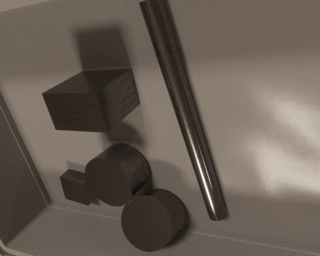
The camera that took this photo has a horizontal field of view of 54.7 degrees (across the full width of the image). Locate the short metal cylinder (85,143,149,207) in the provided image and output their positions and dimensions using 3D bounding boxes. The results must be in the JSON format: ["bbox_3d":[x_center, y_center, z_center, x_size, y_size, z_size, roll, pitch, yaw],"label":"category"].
[{"bbox_3d":[-0.064,0.069,0.462,0.080,0.050,0.079,12,118,24],"label":"short metal cylinder"}]

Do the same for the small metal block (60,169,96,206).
[{"bbox_3d":[-0.144,0.104,0.547,0.050,0.025,0.050,10,123,22],"label":"small metal block"}]

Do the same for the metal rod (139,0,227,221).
[{"bbox_3d":[0.036,-0.007,0.384,0.025,0.025,0.298,-6,116,30],"label":"metal rod"}]

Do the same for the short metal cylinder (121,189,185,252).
[{"bbox_3d":[-0.010,0.134,0.458,0.080,0.050,0.079,0,90,24],"label":"short metal cylinder"}]

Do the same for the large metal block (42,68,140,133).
[{"bbox_3d":[-0.084,-0.037,0.393,0.080,0.080,0.050,2,120,26],"label":"large metal block"}]
